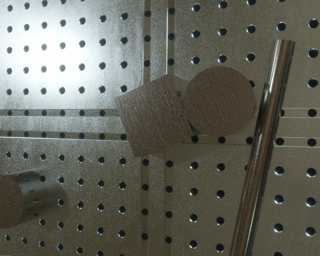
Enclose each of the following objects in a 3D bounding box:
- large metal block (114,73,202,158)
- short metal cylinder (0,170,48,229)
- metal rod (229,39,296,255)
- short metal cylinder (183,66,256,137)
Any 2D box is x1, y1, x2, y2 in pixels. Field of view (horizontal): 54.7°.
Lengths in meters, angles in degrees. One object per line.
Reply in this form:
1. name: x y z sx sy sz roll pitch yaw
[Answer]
1. large metal block: -0.001 -0.014 0.400 0.080 0.050 0.080 -22 83 18
2. short metal cylinder: -0.223 0.108 0.478 0.080 0.050 0.080 0 90 20
3. metal rod: 0.118 0.046 0.370 0.025 0.025 0.298 12 94 19
4. short metal cylinder: 0.074 -0.030 0.373 0.080 0.050 0.080 0 90 20
